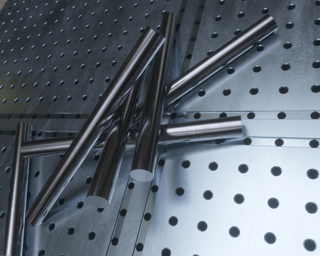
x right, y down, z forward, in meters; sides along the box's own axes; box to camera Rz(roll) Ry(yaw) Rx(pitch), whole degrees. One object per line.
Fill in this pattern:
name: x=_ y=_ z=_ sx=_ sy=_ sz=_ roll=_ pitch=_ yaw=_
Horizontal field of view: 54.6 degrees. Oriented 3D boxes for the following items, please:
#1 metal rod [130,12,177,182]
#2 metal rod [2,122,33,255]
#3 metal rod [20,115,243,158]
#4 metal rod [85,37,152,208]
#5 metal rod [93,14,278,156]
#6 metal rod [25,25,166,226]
metal rod: x=-0.002 y=-0.065 z=0.418 sx=0.025 sy=0.025 sz=0.300 roll=-11 pitch=47 yaw=22
metal rod: x=-0.206 y=0.116 z=0.446 sx=0.025 sy=0.025 sz=0.300 roll=-23 pitch=53 yaw=14
metal rod: x=-0.048 y=0.014 z=0.402 sx=0.301 sy=0.025 sz=0.025 roll=-7 pitch=59 yaw=16
metal rod: x=-0.041 y=-0.036 z=0.411 sx=0.025 sy=0.025 sz=0.300 roll=-11 pitch=44 yaw=23
metal rod: x=0.027 y=-0.057 z=0.429 sx=0.300 sy=0.025 sz=0.025 roll=-35 pitch=51 yaw=5
metal rod: x=-0.089 y=0.009 z=0.385 sx=0.299 sy=0.025 sz=0.025 roll=-54 pitch=49 yaw=16
